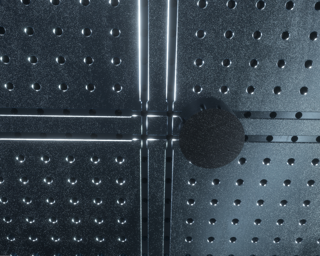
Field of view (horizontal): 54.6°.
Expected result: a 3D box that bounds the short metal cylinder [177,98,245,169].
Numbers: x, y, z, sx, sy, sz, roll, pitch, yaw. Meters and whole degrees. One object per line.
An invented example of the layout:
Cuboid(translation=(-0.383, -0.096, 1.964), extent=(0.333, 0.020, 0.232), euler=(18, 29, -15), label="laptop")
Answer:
Cuboid(translation=(0.064, 0.006, 0.403), extent=(0.080, 0.050, 0.079), euler=(0, 110, 0), label="short metal cylinder")
